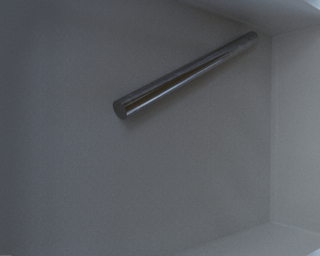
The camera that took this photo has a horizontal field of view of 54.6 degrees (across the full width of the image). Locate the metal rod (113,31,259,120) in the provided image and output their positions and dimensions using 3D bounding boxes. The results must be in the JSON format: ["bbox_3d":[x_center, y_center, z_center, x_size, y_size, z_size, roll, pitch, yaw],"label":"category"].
[{"bbox_3d":[0.056,-0.088,0.452,0.302,0.025,0.025,-33,111,-35],"label":"metal rod"}]
